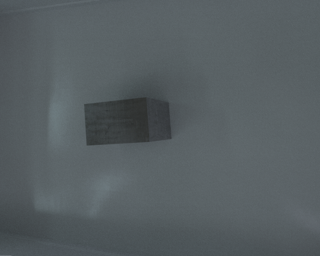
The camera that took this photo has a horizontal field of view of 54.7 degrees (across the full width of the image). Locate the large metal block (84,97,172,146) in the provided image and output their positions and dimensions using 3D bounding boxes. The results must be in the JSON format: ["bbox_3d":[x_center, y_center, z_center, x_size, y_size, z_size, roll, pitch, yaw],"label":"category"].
[{"bbox_3d":[-0.038,-0.007,0.394,0.080,0.080,0.050,-4,89,19],"label":"large metal block"}]
